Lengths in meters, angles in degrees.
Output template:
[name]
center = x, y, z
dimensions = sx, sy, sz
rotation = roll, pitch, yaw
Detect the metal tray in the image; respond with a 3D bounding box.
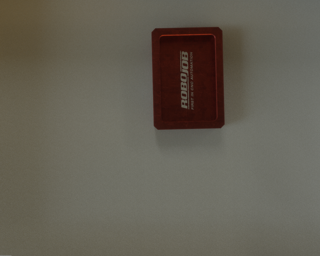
[metal tray]
center = 0.036, -0.063, 0.408
dimensions = 0.090, 0.030, 0.129
rotation = -1, 90, 0
